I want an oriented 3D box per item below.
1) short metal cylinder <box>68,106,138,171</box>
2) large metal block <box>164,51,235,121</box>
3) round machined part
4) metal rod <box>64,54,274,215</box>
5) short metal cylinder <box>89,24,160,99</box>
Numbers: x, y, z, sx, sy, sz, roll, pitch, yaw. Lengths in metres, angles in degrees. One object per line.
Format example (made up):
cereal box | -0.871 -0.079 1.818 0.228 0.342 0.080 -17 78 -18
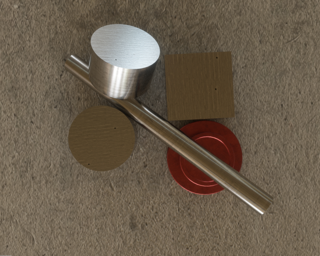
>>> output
short metal cylinder | -0.071 0.012 0.399 0.081 0.050 0.080 0 90 0
large metal block | 0.048 -0.051 0.397 0.081 0.050 0.080 -3 90 0
round machined part | 0.058 0.038 0.402 0.099 0.042 0.097 0 90 0
metal rod | 0.001 0.000 0.377 0.300 0.025 0.025 36 90 13
short metal cylinder | -0.045 -0.082 0.379 0.081 0.050 0.080 9 51 -11
